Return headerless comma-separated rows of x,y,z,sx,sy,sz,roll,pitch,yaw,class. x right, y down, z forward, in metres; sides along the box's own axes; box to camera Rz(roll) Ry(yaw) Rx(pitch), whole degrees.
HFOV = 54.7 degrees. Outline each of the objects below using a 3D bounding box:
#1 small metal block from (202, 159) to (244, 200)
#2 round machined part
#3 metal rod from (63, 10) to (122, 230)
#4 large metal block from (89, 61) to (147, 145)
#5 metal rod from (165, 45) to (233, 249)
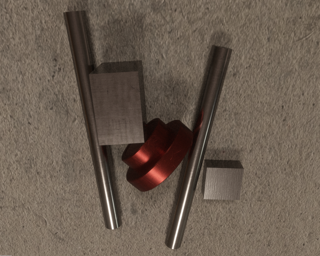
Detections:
0.087,0.073,0.438,0.050,0.025,0.050,2,110,-1,small metal block
-0.009,0.026,0.381,0.042,0.098,0.098,42,105,-14,round machined part
-0.084,0.004,0.410,0.025,0.025,0.298,-6,110,1,metal rod
-0.045,-0.033,0.368,0.050,0.080,0.079,-4,110,1,large metal block
0.048,0.040,0.425,0.025,0.025,0.298,10,110,-4,metal rod
